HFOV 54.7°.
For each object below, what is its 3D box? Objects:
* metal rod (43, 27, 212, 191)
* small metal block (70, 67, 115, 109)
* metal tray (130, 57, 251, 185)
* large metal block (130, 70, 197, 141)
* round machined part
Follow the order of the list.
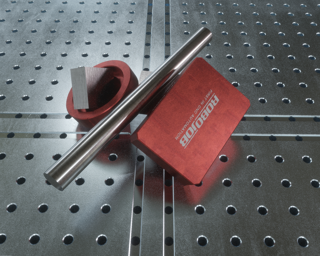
[{"bbox_3d":[-0.018,-0.043,0.378,0.025,0.025,0.301,28,55,21],"label":"metal rod"},{"bbox_3d":[-0.084,-0.051,0.397,0.025,0.050,0.050,-1,6,33],"label":"small metal block"},{"bbox_3d":[0.039,-0.009,0.369,0.090,0.030,0.130,40,70,-8],"label":"metal tray"},{"bbox_3d":[0.008,-0.028,0.415,0.080,0.050,0.080,7,50,5],"label":"large metal block"},{"bbox_3d":[-0.071,-0.040,0.412,0.098,0.042,0.098,-15,50,20],"label":"round machined part"}]
